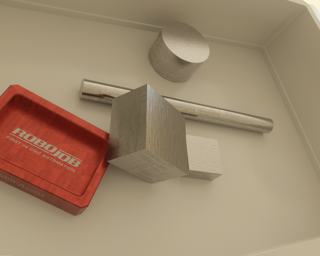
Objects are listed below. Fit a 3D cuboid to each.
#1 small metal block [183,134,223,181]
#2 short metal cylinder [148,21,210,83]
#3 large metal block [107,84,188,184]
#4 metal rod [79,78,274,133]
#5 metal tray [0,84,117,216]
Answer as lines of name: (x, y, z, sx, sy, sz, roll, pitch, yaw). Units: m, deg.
small metal block: (0.052, 0.040, 0.411, 0.050, 0.025, 0.050, 11, 57, -23)
short metal cylinder: (0.029, -0.117, 0.478, 0.081, 0.050, 0.080, 14, 56, -21)
large metal block: (-0.012, 0.010, 0.357, 0.080, 0.050, 0.080, 37, 43, -45)
metal rod: (0.039, -0.026, 0.444, 0.302, 0.025, 0.025, 10, 58, -24)
metal tray: (-0.120, 0.022, 0.324, 0.131, 0.030, 0.090, 29, 52, -10)
